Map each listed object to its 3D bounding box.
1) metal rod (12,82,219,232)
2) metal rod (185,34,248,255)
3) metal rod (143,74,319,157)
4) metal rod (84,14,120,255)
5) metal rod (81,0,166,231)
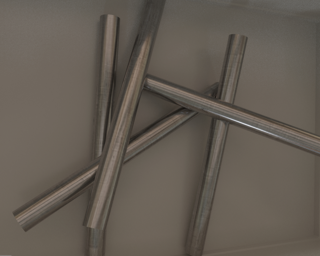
[{"bbox_3d":[-0.029,0.021,0.378,0.302,0.025,0.025,-33,101,-25],"label":"metal rod"},{"bbox_3d":[0.075,0.025,0.419,0.025,0.025,0.298,10,94,-20],"label":"metal rod"},{"bbox_3d":[0.109,-0.010,0.388,0.301,0.025,0.025,20,83,4],"label":"metal rod"},{"bbox_3d":[-0.071,0.012,0.384,0.025,0.025,0.298,4,89,-20],"label":"metal rod"},{"bbox_3d":[-0.035,-0.037,0.362,0.025,0.025,0.299,20,70,-19],"label":"metal rod"}]
